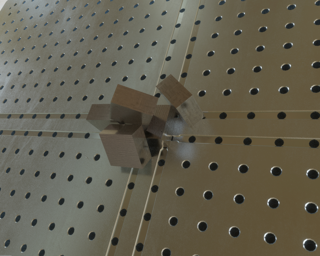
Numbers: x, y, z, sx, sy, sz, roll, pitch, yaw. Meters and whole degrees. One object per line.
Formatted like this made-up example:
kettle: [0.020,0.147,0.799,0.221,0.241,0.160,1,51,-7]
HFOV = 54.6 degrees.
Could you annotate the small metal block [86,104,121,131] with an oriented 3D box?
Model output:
small metal block: [-0.065,-0.010,0.433,0.050,0.050,0.025,1,63,30]

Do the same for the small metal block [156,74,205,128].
small metal block: [0.027,-0.034,0.400,0.025,0.050,0.050,-40,51,1]

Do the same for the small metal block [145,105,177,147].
small metal block: [-0.009,-0.003,0.416,0.050,0.025,0.050,2,63,28]

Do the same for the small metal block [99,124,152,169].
small metal block: [-0.044,0.023,0.399,0.050,0.050,0.025,1,31,29]

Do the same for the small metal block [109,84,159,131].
small metal block: [-0.033,-0.024,0.380,0.050,0.050,0.025,18,67,-4]
